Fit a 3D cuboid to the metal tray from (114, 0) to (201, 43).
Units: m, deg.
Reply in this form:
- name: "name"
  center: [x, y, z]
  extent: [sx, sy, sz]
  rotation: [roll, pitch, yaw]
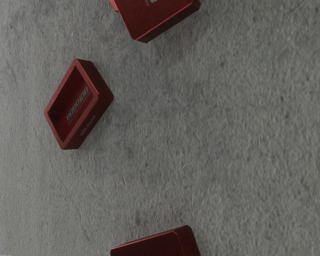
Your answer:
- name: "metal tray"
  center: [-0.018, -0.185, 0.386]
  extent: [0.090, 0.030, 0.129]
  rotation: [-27, 85, 24]

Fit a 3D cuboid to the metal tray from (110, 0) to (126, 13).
- name: "metal tray"
  center: [-0.050, -0.238, 0.440]
  extent: [0.090, 0.030, 0.130]
  rotation: [-40, 66, 32]

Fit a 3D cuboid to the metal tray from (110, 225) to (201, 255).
- name: "metal tray"
  center: [-0.003, 0.187, 0.403]
  extent: [0.130, 0.030, 0.090]
  rotation: [-30, 72, 35]

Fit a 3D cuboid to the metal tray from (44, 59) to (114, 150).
- name: "metal tray"
  center: [-0.138, -0.037, 0.512]
  extent: [0.129, 0.030, 0.090]
  rotation: [-49, 61, 28]
